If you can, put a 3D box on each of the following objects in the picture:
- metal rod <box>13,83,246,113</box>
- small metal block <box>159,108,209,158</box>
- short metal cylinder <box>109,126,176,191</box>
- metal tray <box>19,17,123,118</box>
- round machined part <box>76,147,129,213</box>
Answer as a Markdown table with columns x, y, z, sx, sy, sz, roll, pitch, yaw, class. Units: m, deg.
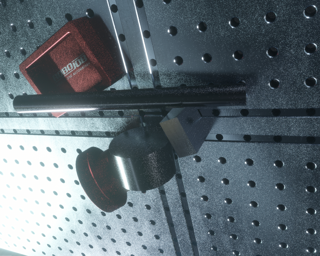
| x | y | z | sx | sy | sz | roll | pitch | yaw | class |
| --- | --- | --- | --- | --- | --- | --- | --- | --- | --- |
| -0.050 | -0.035 | 0.383 | 0.301 | 0.025 | 0.025 | -1 | 119 | 17 | metal rod |
| 0.031 | 0.000 | 0.378 | 0.025 | 0.050 | 0.050 | -18 | 109 | 35 | small metal block |
| -0.022 | 0.038 | 0.409 | 0.080 | 0.080 | 0.050 | 3 | 120 | 26 | short metal cylinder |
| -0.124 | -0.077 | 0.423 | 0.130 | 0.030 | 0.090 | -23 | 107 | 36 | metal tray |
| -0.075 | 0.069 | 0.452 | 0.042 | 0.098 | 0.098 | -31 | 103 | 9 | round machined part |
